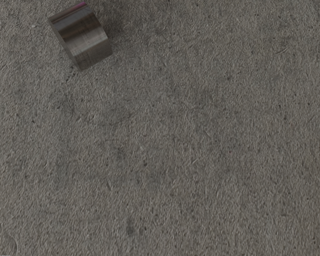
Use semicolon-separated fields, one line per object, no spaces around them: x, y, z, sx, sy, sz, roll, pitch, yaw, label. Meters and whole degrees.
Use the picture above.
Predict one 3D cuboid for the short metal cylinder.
-0.108;-0.124;0.423;0.050;0.080;0.080;-33;74;-11;short metal cylinder
